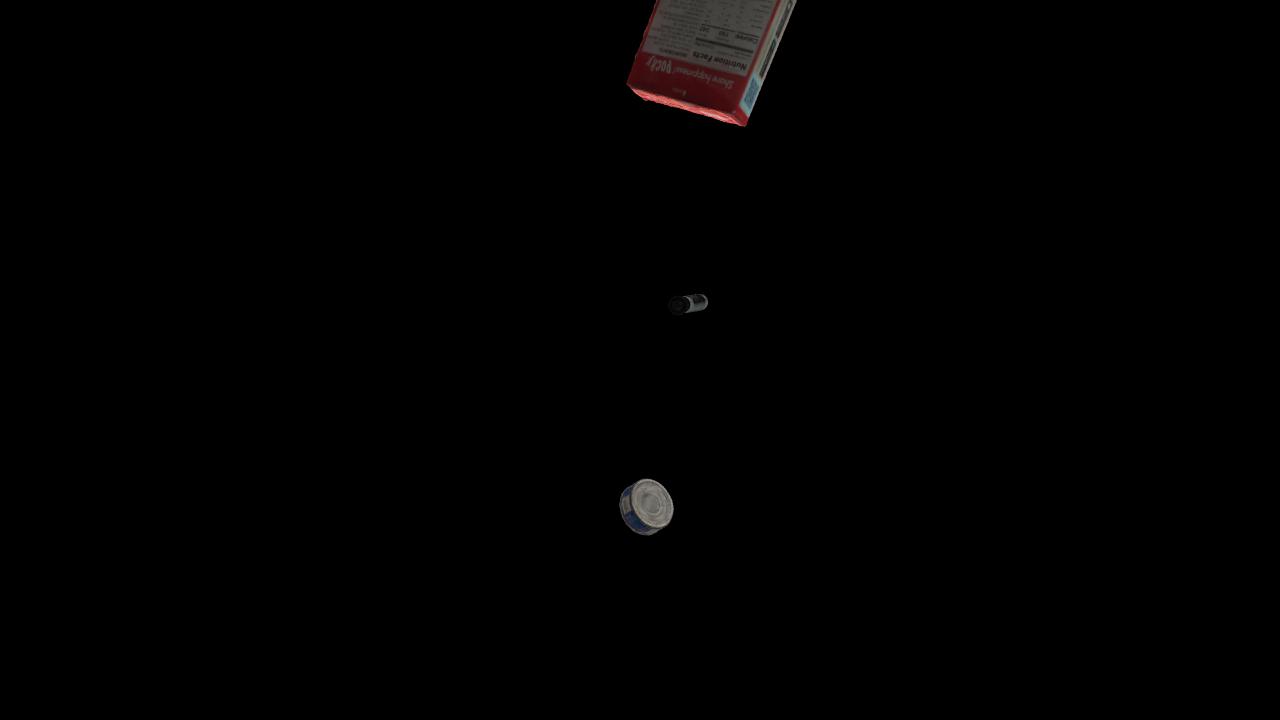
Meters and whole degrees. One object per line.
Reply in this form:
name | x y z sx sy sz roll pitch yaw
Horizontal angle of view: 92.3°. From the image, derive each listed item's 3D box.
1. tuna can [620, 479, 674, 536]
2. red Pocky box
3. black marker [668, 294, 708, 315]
tuna can | 0.011 0.231 0.973 0.084 0.084 0.034 0 -31 -39
red Pocky box | 0.056 -0.231 0.381 0.083 0.155 0.028 26 10 23
black marker | 0.051 -0.058 0.638 0.020 0.020 0.121 0 6 16
